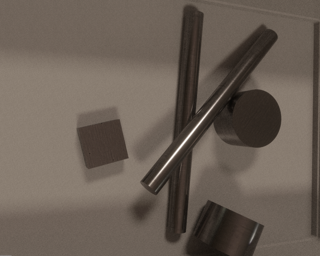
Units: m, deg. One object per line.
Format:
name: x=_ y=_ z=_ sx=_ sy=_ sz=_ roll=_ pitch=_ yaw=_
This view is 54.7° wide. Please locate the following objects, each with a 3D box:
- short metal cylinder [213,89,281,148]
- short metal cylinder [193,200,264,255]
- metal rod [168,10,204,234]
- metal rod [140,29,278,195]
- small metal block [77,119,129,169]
short metal cylinder: x=0.124 y=-0.013 z=0.445 sx=0.081 sy=0.050 sz=0.079 roll=0 pitch=90 yaw=-21
short metal cylinder: x=0.092 y=0.137 z=0.417 sx=0.080 sy=0.080 sz=0.050 roll=28 pitch=81 yaw=-18
metal rod: x=0.035 y=-0.009 z=0.424 sx=0.025 sy=0.025 sz=0.298 roll=6 pitch=88 yaw=-20
metal rod: x=0.078 y=-0.035 z=0.420 sx=0.025 sy=0.025 sz=0.301 roll=47 pitch=68 yaw=-15
small metal block: x=-0.071 y=0.019 z=0.385 sx=0.050 sy=0.025 sz=0.050 roll=-14 pitch=95 yaw=-20
